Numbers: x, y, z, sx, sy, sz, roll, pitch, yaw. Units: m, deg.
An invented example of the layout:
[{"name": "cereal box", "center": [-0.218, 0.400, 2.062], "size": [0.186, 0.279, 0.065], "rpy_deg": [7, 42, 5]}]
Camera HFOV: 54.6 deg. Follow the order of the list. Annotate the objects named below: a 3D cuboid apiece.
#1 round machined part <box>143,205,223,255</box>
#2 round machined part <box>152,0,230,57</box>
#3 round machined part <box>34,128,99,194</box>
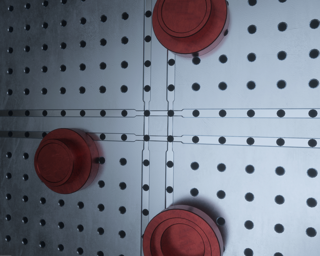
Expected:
[{"name": "round machined part", "center": [0.031, 0.146, 0.393], "size": [0.098, 0.042, 0.097], "rpy_deg": [0, 90, 20]}, {"name": "round machined part", "center": [0.035, -0.142, 0.391], "size": [0.098, 0.042, 0.097], "rpy_deg": [0, 90, 20]}, {"name": "round machined part", "center": [-0.143, 0.049, 0.455], "size": [0.098, 0.042, 0.097], "rpy_deg": [0, 90, 20]}]
